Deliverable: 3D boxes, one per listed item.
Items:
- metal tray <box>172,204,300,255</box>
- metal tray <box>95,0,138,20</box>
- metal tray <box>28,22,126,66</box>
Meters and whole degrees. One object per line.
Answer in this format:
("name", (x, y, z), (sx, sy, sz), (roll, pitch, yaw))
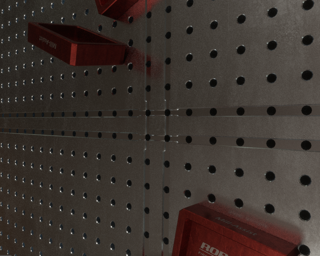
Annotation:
("metal tray", (0.075, 0.150, 0.342), (0.130, 0.030, 0.089), (15, 99, 38))
("metal tray", (-0.067, -0.241, 0.458), (0.090, 0.030, 0.129), (-27, 73, 36))
("metal tray", (-0.126, -0.127, 0.465), (0.130, 0.091, 0.030), (31, 119, 35))
